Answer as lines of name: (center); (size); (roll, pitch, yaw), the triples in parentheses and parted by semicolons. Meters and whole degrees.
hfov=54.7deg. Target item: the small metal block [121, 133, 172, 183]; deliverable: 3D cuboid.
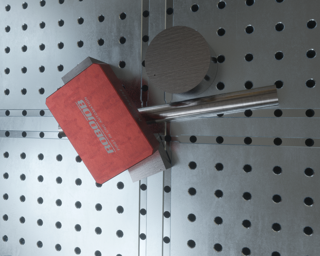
small metal block: (-0.019, 0.040, 0.417); (0.050, 0.025, 0.050); (-25, 82, 18)

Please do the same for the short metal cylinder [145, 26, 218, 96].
short metal cylinder: (0.028, -0.081, 0.388); (0.080, 0.050, 0.079); (0, 90, 19)

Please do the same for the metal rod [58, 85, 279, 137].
metal rod: (-0.003, -0.019, 0.413); (0.301, 0.025, 0.025); (-8, 87, 19)

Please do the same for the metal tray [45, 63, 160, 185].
metal tray: (-0.073, -0.005, 0.393); (0.090, 0.030, 0.130); (-32, 91, 17)

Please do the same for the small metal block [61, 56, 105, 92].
small metal block: (-0.099, -0.070, 0.432); (0.050, 0.050, 0.025); (-33, 80, 17)
